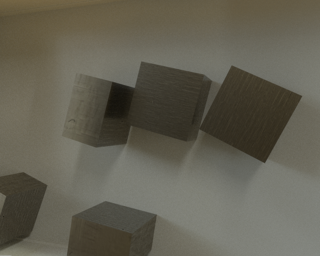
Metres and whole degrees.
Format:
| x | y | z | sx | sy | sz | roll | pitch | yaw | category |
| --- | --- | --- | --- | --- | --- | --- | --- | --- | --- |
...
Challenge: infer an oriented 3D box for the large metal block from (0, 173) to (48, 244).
| x | y | z | sx | sy | sz | roll | pitch | yaw | category |
| --- | --- | --- | --- | --- | --- | --- | --- | --- | --- |
| -0.225 | 0.118 | 0.459 | 0.050 | 0.080 | 0.080 | 23 | 97 | 18 | large metal block |

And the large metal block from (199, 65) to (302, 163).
| x | y | z | sx | sy | sz | roll | pitch | yaw | category |
| --- | --- | --- | --- | --- | --- | --- | --- | --- | --- |
| 0.104 | -0.016 | 0.360 | 0.080 | 0.050 | 0.080 | 29 | 99 | 17 | large metal block |

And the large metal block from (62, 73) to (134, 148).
| x | y | z | sx | sy | sz | roll | pitch | yaw | category |
| --- | --- | --- | --- | --- | --- | --- | --- | --- | --- |
| -0.074 | -0.022 | 0.406 | 0.050 | 0.080 | 0.079 | 16 | 96 | 19 | large metal block |

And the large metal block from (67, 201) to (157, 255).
| x | y | z | sx | sy | sz | roll | pitch | yaw | category |
| --- | --- | --- | --- | --- | --- | --- | --- | --- | --- |
| -0.059 | 0.137 | 0.401 | 0.080 | 0.080 | 0.050 | 10 | 93 | 19 | large metal block |

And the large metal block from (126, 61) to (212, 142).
| x | y | z | sx | sy | sz | roll | pitch | yaw | category |
| --- | --- | --- | --- | --- | --- | --- | --- | --- | --- |
| 0.013 | -0.033 | 0.392 | 0.080 | 0.050 | 0.079 | 16 | 95 | 19 | large metal block |
